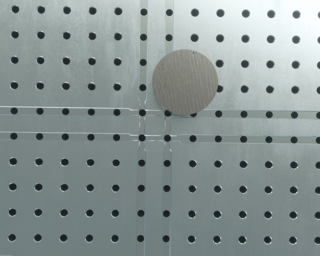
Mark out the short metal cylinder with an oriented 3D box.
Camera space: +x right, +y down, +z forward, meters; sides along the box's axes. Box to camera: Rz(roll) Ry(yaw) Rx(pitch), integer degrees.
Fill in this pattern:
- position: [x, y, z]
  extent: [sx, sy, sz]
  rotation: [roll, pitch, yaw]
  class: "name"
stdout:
- position: [0.030, -0.056, 0.401]
  extent: [0.081, 0.050, 0.079]
  rotation: [0, 90, -1]
  class: "short metal cylinder"
